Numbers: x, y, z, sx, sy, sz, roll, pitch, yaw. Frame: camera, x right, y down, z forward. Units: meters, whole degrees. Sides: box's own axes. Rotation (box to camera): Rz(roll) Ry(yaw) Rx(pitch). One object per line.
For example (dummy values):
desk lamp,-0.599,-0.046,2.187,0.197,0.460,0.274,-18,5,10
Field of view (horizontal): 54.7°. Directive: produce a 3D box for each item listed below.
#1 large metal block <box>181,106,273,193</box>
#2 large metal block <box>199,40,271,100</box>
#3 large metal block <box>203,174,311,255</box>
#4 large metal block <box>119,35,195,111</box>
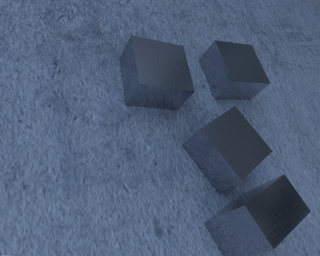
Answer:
large metal block,0.091,0.028,0.422,0.081,0.050,0.080,-30,79,-38
large metal block,0.122,-0.094,0.513,0.081,0.050,0.080,-3,63,-30
large metal block,0.113,0.106,0.367,0.081,0.080,0.050,-23,74,-36
large metal block,-0.006,-0.075,0.431,0.081,0.050,0.080,4,60,-27
